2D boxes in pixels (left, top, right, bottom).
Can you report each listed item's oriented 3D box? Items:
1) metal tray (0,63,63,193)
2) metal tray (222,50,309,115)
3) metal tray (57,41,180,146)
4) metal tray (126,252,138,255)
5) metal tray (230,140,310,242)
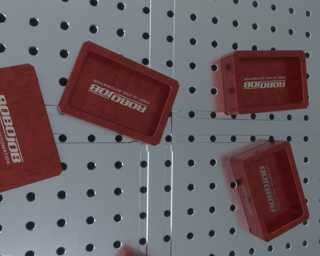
[{"bbox_3d":[-0.171,0.001,0.347,0.091,0.030,0.129,-16,95,-19],"label":"metal tray"},{"bbox_3d":[0.161,-0.069,0.468,0.131,0.030,0.090,-6,92,-20],"label":"metal tray"},{"bbox_3d":[-0.050,-0.040,0.391,0.131,0.030,0.090,21,83,-19],"label":"metal tray"},{"bbox_3d":[-0.008,0.234,0.407,0.130,0.030,0.090,34,79,-17],"label":"metal tray"},{"bbox_3d":[0.168,0.093,0.471,0.091,0.030,0.129,-20,97,-19],"label":"metal tray"}]
